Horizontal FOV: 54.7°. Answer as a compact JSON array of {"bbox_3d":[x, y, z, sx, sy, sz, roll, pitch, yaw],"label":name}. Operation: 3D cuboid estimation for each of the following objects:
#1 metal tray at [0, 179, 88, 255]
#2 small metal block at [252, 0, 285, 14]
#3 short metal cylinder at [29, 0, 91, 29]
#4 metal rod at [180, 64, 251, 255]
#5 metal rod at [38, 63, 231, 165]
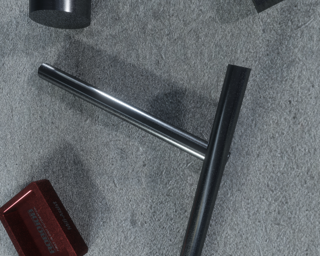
[{"bbox_3d":[-0.178,0.155,0.467,0.090,0.030,0.130,-38,78,15],"label":"metal tray"},{"bbox_3d":[0.129,-0.173,0.364,0.050,0.025,0.050,-24,82,18],"label":"small metal block"},{"bbox_3d":[-0.136,-0.173,0.426,0.080,0.080,0.050,2,91,19],"label":"short metal cylinder"},{"bbox_3d":[0.056,0.076,0.367,0.025,0.025,0.298,16,104,19],"label":"metal rod"},{"bbox_3d":[-0.047,-0.023,0.424,0.301,0.025,0.025,27,99,17],"label":"metal rod"}]
